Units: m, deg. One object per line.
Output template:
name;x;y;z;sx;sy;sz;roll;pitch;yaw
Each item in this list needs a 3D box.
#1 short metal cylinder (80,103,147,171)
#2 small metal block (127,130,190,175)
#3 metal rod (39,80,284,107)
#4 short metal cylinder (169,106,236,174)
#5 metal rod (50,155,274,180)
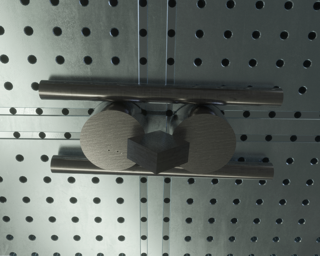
short metal cylinder;-0.057;0.008;0.399;0.081;0.050;0.079;0;110;0
small metal block;-0.002;0.026;0.357;0.050;0.050;0.025;-14;116;-42
metal rod;0.002;-0.043;0.394;0.302;0.025;0.025;2;110;-1
short metal cylinder;0.053;0.012;0.401;0.081;0.050;0.079;0;110;0
metal rod;0.004;0.055;0.430;0.302;0.025;0.025;2;110;-1
